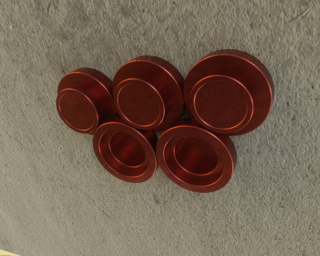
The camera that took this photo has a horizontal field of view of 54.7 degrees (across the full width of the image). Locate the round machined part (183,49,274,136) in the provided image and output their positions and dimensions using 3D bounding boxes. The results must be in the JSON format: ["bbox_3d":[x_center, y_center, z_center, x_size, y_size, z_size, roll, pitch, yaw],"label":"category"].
[{"bbox_3d":[0.071,-0.033,0.339,0.098,0.042,0.097,13,124,20],"label":"round machined part"}]

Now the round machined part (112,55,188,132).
[{"bbox_3d":[-0.017,-0.037,0.383,0.098,0.042,0.097,13,124,20],"label":"round machined part"}]

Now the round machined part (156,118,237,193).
[{"bbox_3d":[0.048,0.030,0.390,0.098,0.042,0.097,13,124,20],"label":"round machined part"}]

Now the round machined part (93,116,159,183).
[{"bbox_3d":[-0.041,0.026,0.433,0.098,0.042,0.097,13,124,20],"label":"round machined part"}]

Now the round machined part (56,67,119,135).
[{"bbox_3d":[-0.104,-0.031,0.431,0.098,0.042,0.097,13,124,20],"label":"round machined part"}]
